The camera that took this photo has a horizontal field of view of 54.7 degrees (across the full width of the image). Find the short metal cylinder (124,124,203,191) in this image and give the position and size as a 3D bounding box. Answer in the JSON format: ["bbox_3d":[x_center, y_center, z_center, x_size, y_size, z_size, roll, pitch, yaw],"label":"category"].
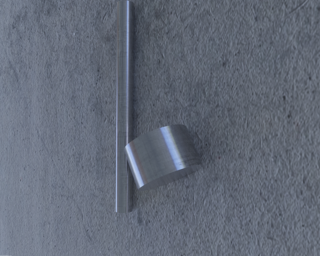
[{"bbox_3d":[0.004,0.036,0.366,0.080,0.081,0.050,-34,69,35],"label":"short metal cylinder"}]

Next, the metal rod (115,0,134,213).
[{"bbox_3d":[-0.051,-0.030,0.446,0.025,0.025,0.298,1,90,40],"label":"metal rod"}]
